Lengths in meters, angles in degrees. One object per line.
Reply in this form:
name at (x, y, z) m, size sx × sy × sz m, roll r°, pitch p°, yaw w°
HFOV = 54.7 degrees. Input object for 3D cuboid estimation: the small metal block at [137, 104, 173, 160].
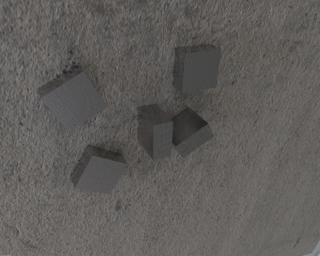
small metal block at (-0.007, 0.004, 0.389) m, size 0.025 × 0.050 × 0.050 m, roll -12°, pitch 124°, yaw -22°

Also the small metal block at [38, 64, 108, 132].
small metal block at (-0.094, -0.033, 0.335) m, size 0.050 × 0.025 × 0.050 m, roll -35°, pitch 129°, yaw -6°

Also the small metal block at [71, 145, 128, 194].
small metal block at (-0.078, 0.054, 0.397) m, size 0.050 × 0.025 × 0.050 m, roll 20°, pitch 108°, yaw -36°

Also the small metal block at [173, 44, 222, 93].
small metal block at (0.045, -0.074, 0.385) m, size 0.050 × 0.025 × 0.050 m, roll -11°, pitch 123°, yaw -22°

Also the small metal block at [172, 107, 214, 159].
small metal block at (0.035, 0.005, 0.412) m, size 0.050 × 0.050 × 0.025 m, roll -35°, pitch 129°, yaw -5°
